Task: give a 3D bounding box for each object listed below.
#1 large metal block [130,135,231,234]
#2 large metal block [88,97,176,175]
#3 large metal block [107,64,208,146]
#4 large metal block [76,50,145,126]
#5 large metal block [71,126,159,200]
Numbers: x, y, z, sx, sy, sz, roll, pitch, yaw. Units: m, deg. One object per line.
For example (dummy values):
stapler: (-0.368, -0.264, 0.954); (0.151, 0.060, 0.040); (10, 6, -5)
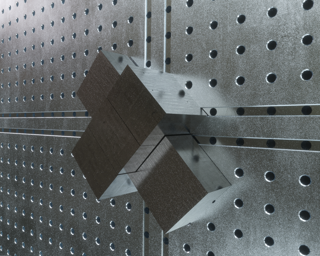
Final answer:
large metal block: (0.022, 0.065, 0.373); (0.080, 0.050, 0.080); (-52, 60, 28)
large metal block: (-0.031, 0.008, 0.398); (0.050, 0.081, 0.080); (-52, 60, 27)
large metal block: (-0.003, -0.027, 0.375); (0.050, 0.081, 0.080); (-52, 60, 27)
large metal block: (-0.064, -0.051, 0.440); (0.080, 0.050, 0.080); (52, 121, 27)
large metal block: (-0.059, 0.044, 0.420); (0.050, 0.081, 0.080); (-52, 60, 27)
